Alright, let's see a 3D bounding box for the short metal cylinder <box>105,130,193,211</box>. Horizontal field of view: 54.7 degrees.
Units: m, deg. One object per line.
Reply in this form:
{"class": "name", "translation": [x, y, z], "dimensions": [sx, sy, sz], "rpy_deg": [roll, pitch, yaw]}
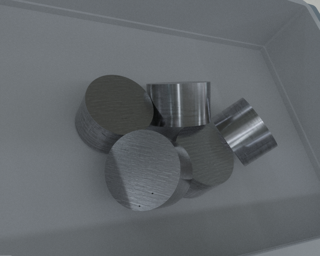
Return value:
{"class": "short metal cylinder", "translation": [-0.010, 0.045, 0.328], "dimensions": [0.080, 0.080, 0.050], "rpy_deg": [66, 12, 18]}

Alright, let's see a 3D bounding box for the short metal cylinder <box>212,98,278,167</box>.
{"class": "short metal cylinder", "translation": [0.114, 0.006, 0.421], "dimensions": [0.080, 0.050, 0.080], "rpy_deg": [53, 10, -13]}

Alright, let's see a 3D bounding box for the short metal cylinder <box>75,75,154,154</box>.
{"class": "short metal cylinder", "translation": [-0.055, -0.016, 0.368], "dimensions": [0.081, 0.050, 0.080], "rpy_deg": [14, 56, -21]}

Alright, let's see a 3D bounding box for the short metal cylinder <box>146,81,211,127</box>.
{"class": "short metal cylinder", "translation": [0.024, -0.033, 0.393], "dimensions": [0.081, 0.080, 0.050], "rpy_deg": [-8, 102, -32]}

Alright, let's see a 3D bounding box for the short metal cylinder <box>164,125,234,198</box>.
{"class": "short metal cylinder", "translation": [0.044, 0.042, 0.388], "dimensions": [0.081, 0.050, 0.080], "rpy_deg": [14, 56, -21]}
